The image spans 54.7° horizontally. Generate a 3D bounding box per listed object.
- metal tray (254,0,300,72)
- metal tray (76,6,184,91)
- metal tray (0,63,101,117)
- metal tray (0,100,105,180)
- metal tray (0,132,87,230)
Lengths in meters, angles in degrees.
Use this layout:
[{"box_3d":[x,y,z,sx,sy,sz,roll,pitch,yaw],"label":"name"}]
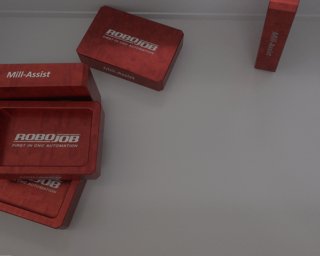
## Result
[{"box_3d":[0.157,-0.146,0.406,0.030,0.130,0.090,15,71,15],"label":"metal tray"},{"box_3d":[-0.041,-0.117,0.449,0.131,0.030,0.090,20,71,7],"label":"metal tray"},{"box_3d":[-0.147,-0.044,0.389,0.131,0.090,0.030,-1,69,-1],"label":"metal tray"},{"box_3d":[-0.136,0.014,0.368,0.131,0.030,0.090,0,69,-1],"label":"metal tray"},{"box_3d":[-0.162,0.062,0.383,0.131,0.030,0.090,16,71,5],"label":"metal tray"}]
